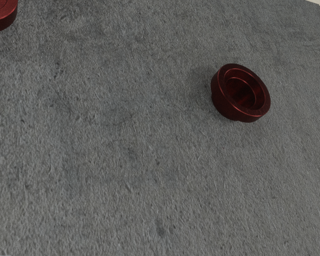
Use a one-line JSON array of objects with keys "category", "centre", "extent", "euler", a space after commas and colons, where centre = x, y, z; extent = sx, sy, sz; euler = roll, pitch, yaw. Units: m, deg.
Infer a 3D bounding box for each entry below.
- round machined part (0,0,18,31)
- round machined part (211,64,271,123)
[{"category": "round machined part", "centre": [-0.222, -0.146, 0.362], "extent": [0.099, 0.042, 0.098], "euler": [14, 56, -21]}, {"category": "round machined part", "centre": [0.121, -0.050, 0.489], "extent": [0.099, 0.042, 0.098], "euler": [14, 56, -21]}]
